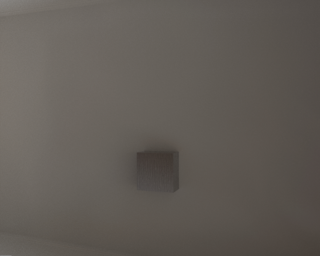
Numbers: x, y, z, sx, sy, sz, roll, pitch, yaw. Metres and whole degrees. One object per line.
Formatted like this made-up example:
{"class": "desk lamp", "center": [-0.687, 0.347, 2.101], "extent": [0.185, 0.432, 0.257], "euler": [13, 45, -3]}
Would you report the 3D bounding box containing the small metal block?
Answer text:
{"class": "small metal block", "center": [-0.003, 0.057, 0.411], "extent": [0.050, 0.025, 0.050], "euler": [0, 90, 19]}
